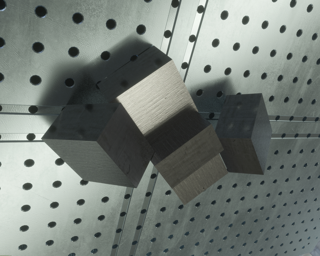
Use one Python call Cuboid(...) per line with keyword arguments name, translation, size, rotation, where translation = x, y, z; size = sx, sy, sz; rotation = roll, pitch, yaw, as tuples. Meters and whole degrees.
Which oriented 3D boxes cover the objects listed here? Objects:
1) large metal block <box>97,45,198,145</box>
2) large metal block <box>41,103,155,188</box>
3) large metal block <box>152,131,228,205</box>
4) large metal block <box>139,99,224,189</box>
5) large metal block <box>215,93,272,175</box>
Cuboid(name="large metal block", translation=(-0.013, -0.035, 0.365), size=(0.080, 0.050, 0.080), rotation=(-35, 130, -3))
Cuboid(name="large metal block", translation=(-0.065, 0.019, 0.342), size=(0.080, 0.080, 0.050), rotation=(58, 45, -39))
Cuboid(name="large metal block", translation=(0.041, 0.051, 0.448), size=(0.080, 0.050, 0.080), rotation=(-35, 128, -5))
Cuboid(name="large metal block", translation=(0.019, 0.015, 0.394), size=(0.080, 0.080, 0.050), rotation=(-36, 131, -4))
Cuboid(name="large metal block", translation=(0.120, 0.009, 0.438), size=(0.080, 0.050, 0.080), rotation=(58, 44, -39))
